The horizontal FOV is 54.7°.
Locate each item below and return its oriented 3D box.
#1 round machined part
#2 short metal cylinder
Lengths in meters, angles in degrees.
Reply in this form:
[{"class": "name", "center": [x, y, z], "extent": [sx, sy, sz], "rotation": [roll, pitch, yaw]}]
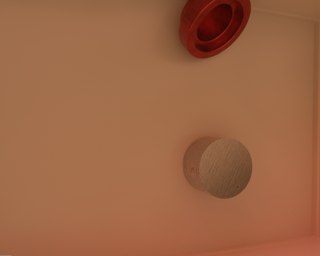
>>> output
[{"class": "round machined part", "center": [0.067, -0.144, 0.408], "extent": [0.099, 0.097, 0.042], "rotation": [-23, 60, -19]}, {"class": "short metal cylinder", "center": [0.078, 0.052, 0.428], "extent": [0.081, 0.050, 0.079], "rotation": [0, 90, -21]}]
